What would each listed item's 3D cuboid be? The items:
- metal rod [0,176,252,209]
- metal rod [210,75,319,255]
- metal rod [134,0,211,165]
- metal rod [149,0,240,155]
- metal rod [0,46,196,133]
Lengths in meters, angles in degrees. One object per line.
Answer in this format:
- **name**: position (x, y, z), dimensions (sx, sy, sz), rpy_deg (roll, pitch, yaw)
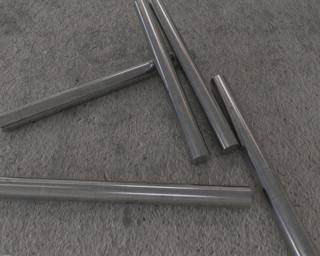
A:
- **metal rod**: position (-0.054, 0.071, 0.343), dimensions (0.302, 0.025, 0.025), rpy_deg (2, 50, 1)
- **metal rod**: position (0.118, 0.042, 0.367), dimensions (0.025, 0.025, 0.300), rpy_deg (-9, 51, -8)
- **metal rod**: position (0.009, -0.085, 0.446), dimensions (0.025, 0.025, 0.299), rpy_deg (-12, 59, -10)
- **metal rod**: position (0.039, -0.094, 0.455), dimensions (0.025, 0.025, 0.299), rpy_deg (-15, 60, -12)
- **metal rod**: position (-0.079, -0.064, 0.455), dimensions (0.302, 0.025, 0.025), rpy_deg (-24, 54, -19)
